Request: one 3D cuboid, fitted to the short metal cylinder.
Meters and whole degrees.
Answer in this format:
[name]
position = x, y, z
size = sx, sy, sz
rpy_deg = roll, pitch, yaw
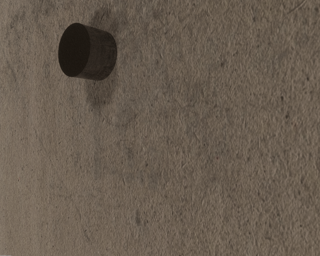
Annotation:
[short metal cylinder]
position = -0.112, -0.116, 0.479
size = 0.080, 0.050, 0.079
rpy_deg = 0, 90, 39
